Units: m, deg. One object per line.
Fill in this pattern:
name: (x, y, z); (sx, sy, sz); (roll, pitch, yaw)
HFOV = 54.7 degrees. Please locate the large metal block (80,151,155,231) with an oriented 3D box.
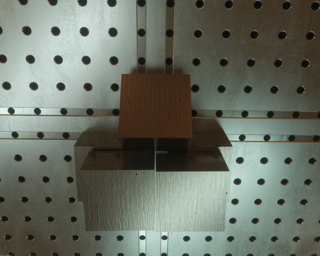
large metal block: (-0.046, 0.074, 0.370); (0.081, 0.050, 0.079); (0, 110, -1)

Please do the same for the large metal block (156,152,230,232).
large metal block: (0.036, 0.076, 0.373); (0.081, 0.050, 0.079); (0, 110, -1)

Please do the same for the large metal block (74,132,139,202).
large metal block: (-0.067, 0.052, 0.419); (0.081, 0.050, 0.079); (1, 110, -1)

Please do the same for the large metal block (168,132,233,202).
large metal block: (0.050, 0.052, 0.419); (0.081, 0.050, 0.079); (-1, 110, 0)

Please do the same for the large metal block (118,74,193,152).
large metal block: (-0.005, -0.017, 0.372); (0.081, 0.050, 0.080); (0, 68, -1)
